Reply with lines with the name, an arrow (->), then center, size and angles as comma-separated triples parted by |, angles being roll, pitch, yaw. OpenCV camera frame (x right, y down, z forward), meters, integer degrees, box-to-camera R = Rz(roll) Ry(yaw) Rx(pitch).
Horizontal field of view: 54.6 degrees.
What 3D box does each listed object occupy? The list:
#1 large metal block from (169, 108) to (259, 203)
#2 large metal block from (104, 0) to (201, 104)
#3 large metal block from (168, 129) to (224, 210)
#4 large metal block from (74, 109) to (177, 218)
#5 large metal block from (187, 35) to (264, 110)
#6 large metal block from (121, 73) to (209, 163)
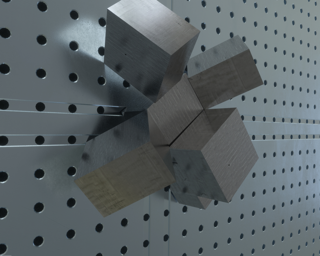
large metal block -> 0.069, 0.031, 0.383 | 0.080, 0.050, 0.080 | -45, 118, -32
large metal block -> -0.013, -0.087, 0.341 | 0.080, 0.080, 0.050 | 39, 59, 10
large metal block -> 0.049, 0.052, 0.432 | 0.080, 0.050, 0.080 | -45, 116, -32
large metal block -> -0.034, 0.033, 0.324 | 0.080, 0.080, 0.050 | -28, 113, 8
large metal block -> 0.085, -0.078, 0.422 | 0.050, 0.080, 0.080 | 59, 17, -23
large metal block -> 0.011, -0.013, 0.401 | 0.080, 0.050, 0.080 | -46, 117, -30
